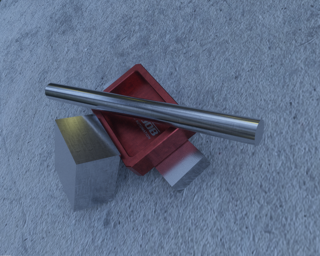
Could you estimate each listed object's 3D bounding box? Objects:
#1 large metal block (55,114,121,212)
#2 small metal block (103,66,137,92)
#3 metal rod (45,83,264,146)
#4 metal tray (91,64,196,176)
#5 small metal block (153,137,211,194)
[{"bbox_3d":[-0.093,0.041,0.381,0.050,0.079,0.080,-11,43,-30],"label":"large metal block"},{"bbox_3d":[-0.050,-0.057,0.465,0.050,0.025,0.050,-39,51,2],"label":"small metal block"},{"bbox_3d":[-0.032,-0.024,0.365,0.300,0.025,0.025,13,68,33],"label":"metal rod"},{"bbox_3d":[-0.026,-0.015,0.391,0.090,0.030,0.130,-39,51,1],"label":"metal tray"},{"bbox_3d":[0.023,0.040,0.368,0.050,0.025,0.050,-43,51,-2],"label":"small metal block"}]
